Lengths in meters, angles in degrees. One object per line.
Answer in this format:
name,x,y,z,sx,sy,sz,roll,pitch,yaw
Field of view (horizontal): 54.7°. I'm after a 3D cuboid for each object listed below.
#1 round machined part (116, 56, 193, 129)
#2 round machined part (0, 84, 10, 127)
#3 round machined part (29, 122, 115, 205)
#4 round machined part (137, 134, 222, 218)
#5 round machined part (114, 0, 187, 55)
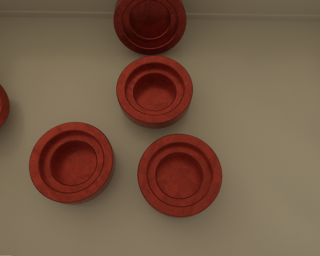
round machined part,-0.007,-0.044,0.417,0.099,0.042,0.098,0,70,0
round machined part,-0.249,-0.026,0.390,0.099,0.042,0.098,25,50,-34
round machined part,-0.104,0.045,0.383,0.099,0.042,0.098,0,70,0
round machined part,0.023,0.060,0.379,0.099,0.042,0.098,0,70,0
round machined part,-0.014,-0.155,0.434,0.099,0.097,0.042,-4,44,-2
